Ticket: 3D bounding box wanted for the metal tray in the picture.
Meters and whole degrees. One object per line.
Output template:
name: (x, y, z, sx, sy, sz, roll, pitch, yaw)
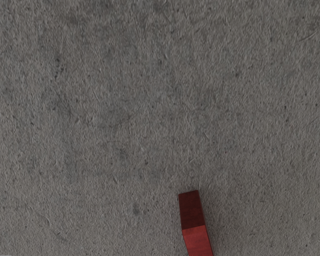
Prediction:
metal tray: (0.058, 0.166, 0.436, 0.030, 0.090, 0.129, -14, 110, 5)
